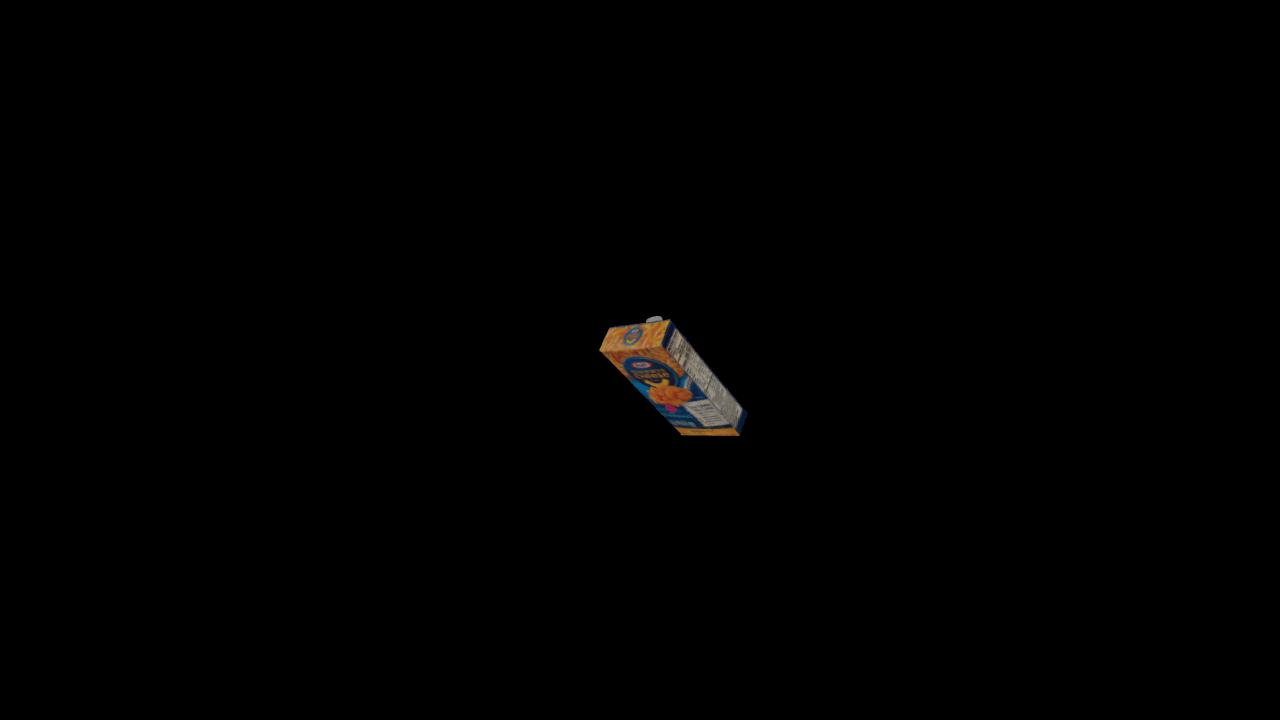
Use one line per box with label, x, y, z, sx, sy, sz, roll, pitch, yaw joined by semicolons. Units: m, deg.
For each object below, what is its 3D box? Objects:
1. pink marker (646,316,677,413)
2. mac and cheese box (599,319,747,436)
pink marker;0.028;0.008;0.720;0.020;0.121;0.020;-11;23;5
mac and cheese box;0.043;0.027;0.724;0.093;0.041;0.184;-4;-39;42
